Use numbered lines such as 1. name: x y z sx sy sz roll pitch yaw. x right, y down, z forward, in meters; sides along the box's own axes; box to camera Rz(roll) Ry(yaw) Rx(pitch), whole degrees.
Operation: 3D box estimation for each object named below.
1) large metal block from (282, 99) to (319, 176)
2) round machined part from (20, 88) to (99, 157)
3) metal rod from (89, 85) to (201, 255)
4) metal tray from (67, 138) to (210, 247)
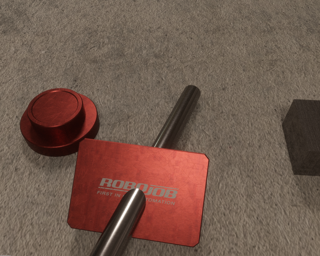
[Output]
1. large metal block: 0.205 0.012 0.379 0.080 0.050 0.080 3 50 2
2. round machined part: -0.131 -0.014 0.403 0.099 0.042 0.098 0 50 0
3. metal rod: -0.007 0.041 0.341 0.025 0.025 0.301 17 44 13
4. metal tray: -0.021 0.063 0.316 0.131 0.030 0.089 7 86 5
